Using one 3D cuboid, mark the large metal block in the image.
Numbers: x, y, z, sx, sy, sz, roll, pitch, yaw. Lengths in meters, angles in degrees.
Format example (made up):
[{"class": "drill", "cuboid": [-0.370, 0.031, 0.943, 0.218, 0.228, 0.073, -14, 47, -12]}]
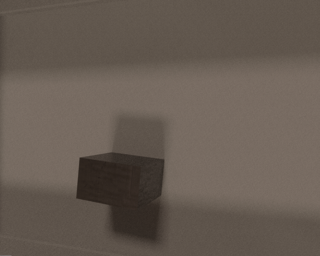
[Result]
[{"class": "large metal block", "cuboid": [-0.047, 0.064, 0.397, 0.080, 0.080, 0.050, 6, 92, 19]}]
